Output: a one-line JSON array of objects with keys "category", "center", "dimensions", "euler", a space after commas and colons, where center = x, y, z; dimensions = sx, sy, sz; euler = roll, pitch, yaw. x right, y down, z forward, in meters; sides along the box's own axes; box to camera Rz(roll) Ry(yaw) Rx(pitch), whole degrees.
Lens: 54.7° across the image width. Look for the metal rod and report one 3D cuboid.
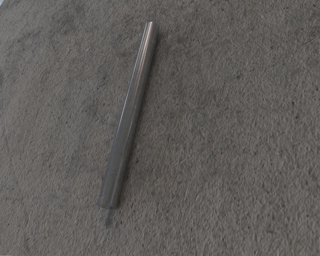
[{"category": "metal rod", "center": [-0.039, -0.035, 0.445], "dimensions": [0.025, 0.025, 0.300], "euler": [-3, 60, 27]}]
